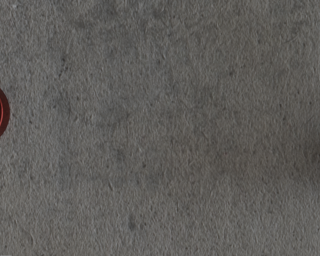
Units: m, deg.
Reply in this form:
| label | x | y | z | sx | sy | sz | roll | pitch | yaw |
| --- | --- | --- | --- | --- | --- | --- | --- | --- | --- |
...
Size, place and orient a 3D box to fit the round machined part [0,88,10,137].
| label | x | y | z | sx | sy | sz | roll | pitch | yaw |
| --- | --- | --- | --- | --- | --- | --- | --- | --- | --- |
| round machined part | -0.252 | -0.021 | 0.398 | 0.099 | 0.042 | 0.097 | 0 | 90 | -1 |
